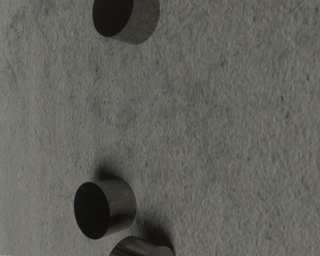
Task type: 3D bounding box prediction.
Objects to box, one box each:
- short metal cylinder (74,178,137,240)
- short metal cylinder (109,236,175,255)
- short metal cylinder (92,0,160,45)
[{"bbox_3d":[-0.081,0.115,0.453,0.080,0.050,0.079,0,90,39],"label":"short metal cylinder"},{"bbox_3d":[-0.024,0.182,0.387,0.050,0.081,0.079,2,92,40],"label":"short metal cylinder"},{"bbox_3d":[-0.047,-0.160,0.425,0.080,0.050,0.079,0,90,39],"label":"short metal cylinder"}]
